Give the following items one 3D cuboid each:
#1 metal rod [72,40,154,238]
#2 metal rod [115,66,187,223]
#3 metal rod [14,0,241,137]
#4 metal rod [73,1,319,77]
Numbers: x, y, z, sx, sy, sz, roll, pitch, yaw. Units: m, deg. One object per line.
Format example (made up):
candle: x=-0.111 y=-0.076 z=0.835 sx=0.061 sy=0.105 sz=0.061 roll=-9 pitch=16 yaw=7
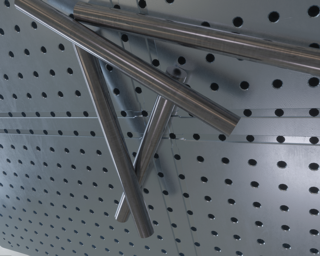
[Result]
metal rod: x=-0.061 y=0.022 z=0.433 sx=0.025 sy=0.025 sz=0.299 roll=-7 pitch=108 yaw=31
metal rod: x=-0.023 y=0.045 z=0.451 sx=0.025 sy=0.025 sz=0.298 roll=29 pitch=128 yaw=10
metal rod: x=-0.046 y=-0.079 z=0.357 sx=0.300 sy=0.025 sz=0.025 roll=32 pitch=129 yaw=11
metal rod: x=0.039 y=-0.097 z=0.330 sx=0.301 sy=0.025 sz=0.025 roll=18 pitch=125 yaw=18
